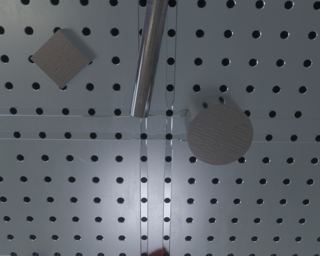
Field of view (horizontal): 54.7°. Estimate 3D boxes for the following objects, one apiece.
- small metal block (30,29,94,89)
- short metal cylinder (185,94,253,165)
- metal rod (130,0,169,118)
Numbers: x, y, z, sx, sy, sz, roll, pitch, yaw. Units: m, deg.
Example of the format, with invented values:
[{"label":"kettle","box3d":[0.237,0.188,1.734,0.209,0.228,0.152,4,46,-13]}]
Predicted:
[{"label":"small metal block","box3d":[-0.119,-0.085,0.381,0.050,0.025,0.050,-40,106,13]},{"label":"short metal cylinder","box3d":[0.074,0.001,0.401,0.081,0.050,0.079,0,110,0]},{"label":"metal rod","box3d":[-0.001,-0.155,0.356,0.025,0.025,0.298,10,110,-4]}]
